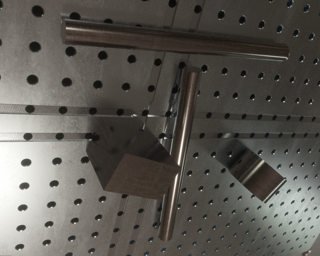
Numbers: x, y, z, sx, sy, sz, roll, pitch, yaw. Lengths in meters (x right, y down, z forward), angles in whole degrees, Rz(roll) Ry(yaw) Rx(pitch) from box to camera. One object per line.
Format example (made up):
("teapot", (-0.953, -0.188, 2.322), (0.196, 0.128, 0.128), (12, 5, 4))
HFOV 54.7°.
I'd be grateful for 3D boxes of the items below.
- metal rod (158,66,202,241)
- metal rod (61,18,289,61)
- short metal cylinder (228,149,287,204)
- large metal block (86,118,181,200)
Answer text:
("metal rod", (0.025, 0.055, 0.460), (0.025, 0.025, 0.298), (-8, 122, -25))
("metal rod", (0.040, -0.101, 0.372), (0.303, 0.025, 0.025), (-3, 120, -28))
("short metal cylinder", (0.161, 0.079, 0.515), (0.050, 0.080, 0.080), (-49, 129, 6))
("large metal block", (-0.035, 0.039, 0.382), (0.080, 0.080, 0.050), (20, 108, -36))
